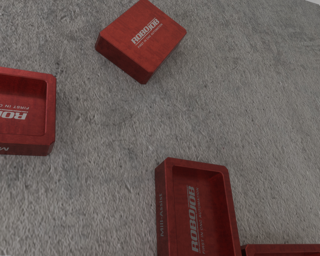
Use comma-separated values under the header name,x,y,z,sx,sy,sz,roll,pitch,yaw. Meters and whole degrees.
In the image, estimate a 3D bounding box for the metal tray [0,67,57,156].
name,x,y,z,sx,sy,sz,roll,pitch,yaw
metal tray,-0.177,-0.020,0.317,0.131,0.030,0.090,5,59,-26

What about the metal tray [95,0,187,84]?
name,x,y,z,sx,sy,sz,roll,pitch,yaw
metal tray,-0.025,-0.135,0.469,0.090,0.030,0.130,37,51,-4

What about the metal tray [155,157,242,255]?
name,x,y,z,sx,sy,sz,roll,pitch,yaw
metal tray,0.043,0.104,0.359,0.091,0.030,0.130,11,57,-22

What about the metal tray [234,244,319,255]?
name,x,y,z,sx,sy,sz,roll,pitch,yaw
metal tray,0.153,0.187,0.367,0.131,0.030,0.090,9,58,-23
